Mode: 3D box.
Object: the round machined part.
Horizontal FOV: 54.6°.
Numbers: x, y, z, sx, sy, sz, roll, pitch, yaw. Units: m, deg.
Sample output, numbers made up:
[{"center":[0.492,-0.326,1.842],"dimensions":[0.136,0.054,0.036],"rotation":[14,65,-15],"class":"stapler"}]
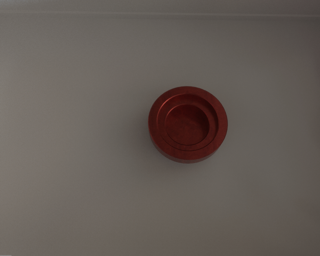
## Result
[{"center":[0.035,-0.001,0.401],"dimensions":[0.099,0.042,0.098],"rotation":[0,70,0],"class":"round machined part"}]
